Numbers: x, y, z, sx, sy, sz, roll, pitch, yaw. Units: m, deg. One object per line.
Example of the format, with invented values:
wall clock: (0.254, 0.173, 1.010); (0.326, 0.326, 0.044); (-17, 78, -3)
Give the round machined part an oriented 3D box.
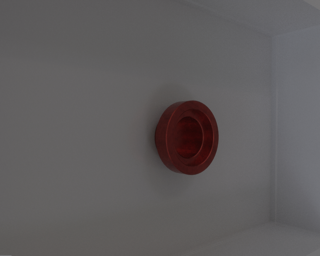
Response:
round machined part: (0.032, 0.013, 0.421); (0.099, 0.042, 0.097); (0, 90, -40)
